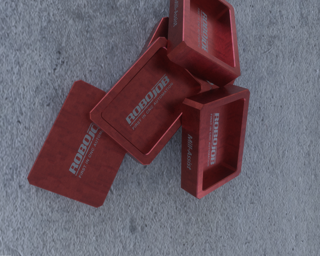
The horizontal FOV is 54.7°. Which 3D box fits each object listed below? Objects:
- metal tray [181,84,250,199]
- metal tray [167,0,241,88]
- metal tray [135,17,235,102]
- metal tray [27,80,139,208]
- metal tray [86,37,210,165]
[{"bbox_3d":[0.070,0.017,0.398,0.091,0.030,0.129,-21,122,-35],"label":"metal tray"},{"bbox_3d":[0.056,-0.125,0.393,0.091,0.030,0.130,22,55,-29],"label":"metal tray"},{"bbox_3d":[0.036,-0.076,0.422,0.131,0.030,0.090,28,81,-18],"label":"metal tray"},{"bbox_3d":[-0.088,0.019,0.375,0.090,0.030,0.130,26,81,-19],"label":"metal tray"},{"bbox_3d":[-0.011,-0.032,0.372,0.090,0.030,0.130,43,76,-15],"label":"metal tray"}]
